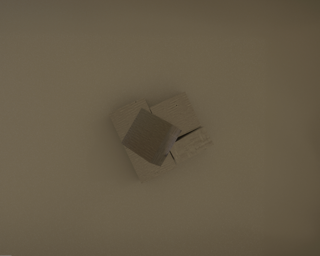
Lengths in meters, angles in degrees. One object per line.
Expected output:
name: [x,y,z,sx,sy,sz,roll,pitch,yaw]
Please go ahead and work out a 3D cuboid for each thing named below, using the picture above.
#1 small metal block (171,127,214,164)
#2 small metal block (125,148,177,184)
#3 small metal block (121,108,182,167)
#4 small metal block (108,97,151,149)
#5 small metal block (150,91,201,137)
small metal block: [0.037,0.021,0.398,0.050,0.050,0.025,-28,90,-1]
small metal block: [-0.011,0.039,0.410,0.050,0.025,0.050,-25,90,-1]
small metal block: [-0.011,0.011,0.372,0.050,0.025,0.050,30,90,34]
small metal block: [-0.033,-0.007,0.409,0.050,0.025,0.050,-25,90,-1]
small metal block: [0.020,-0.014,0.410,0.050,0.025,0.050,-25,90,-1]
